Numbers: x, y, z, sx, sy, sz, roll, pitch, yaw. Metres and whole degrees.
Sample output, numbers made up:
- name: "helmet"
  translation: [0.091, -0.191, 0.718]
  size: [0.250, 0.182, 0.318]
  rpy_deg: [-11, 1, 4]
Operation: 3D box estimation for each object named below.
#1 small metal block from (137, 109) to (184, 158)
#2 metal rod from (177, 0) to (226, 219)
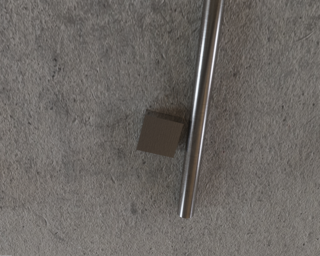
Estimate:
- name: "small metal block"
  translation: [0.000, 0.007, 0.413]
  size: [0.050, 0.025, 0.050]
  rpy_deg: [13, 110, -5]
- name: "metal rod"
  translation: [0.050, -0.014, 0.405]
  size: [0.025, 0.025, 0.298]
  rpy_deg: [4, 110, -2]
